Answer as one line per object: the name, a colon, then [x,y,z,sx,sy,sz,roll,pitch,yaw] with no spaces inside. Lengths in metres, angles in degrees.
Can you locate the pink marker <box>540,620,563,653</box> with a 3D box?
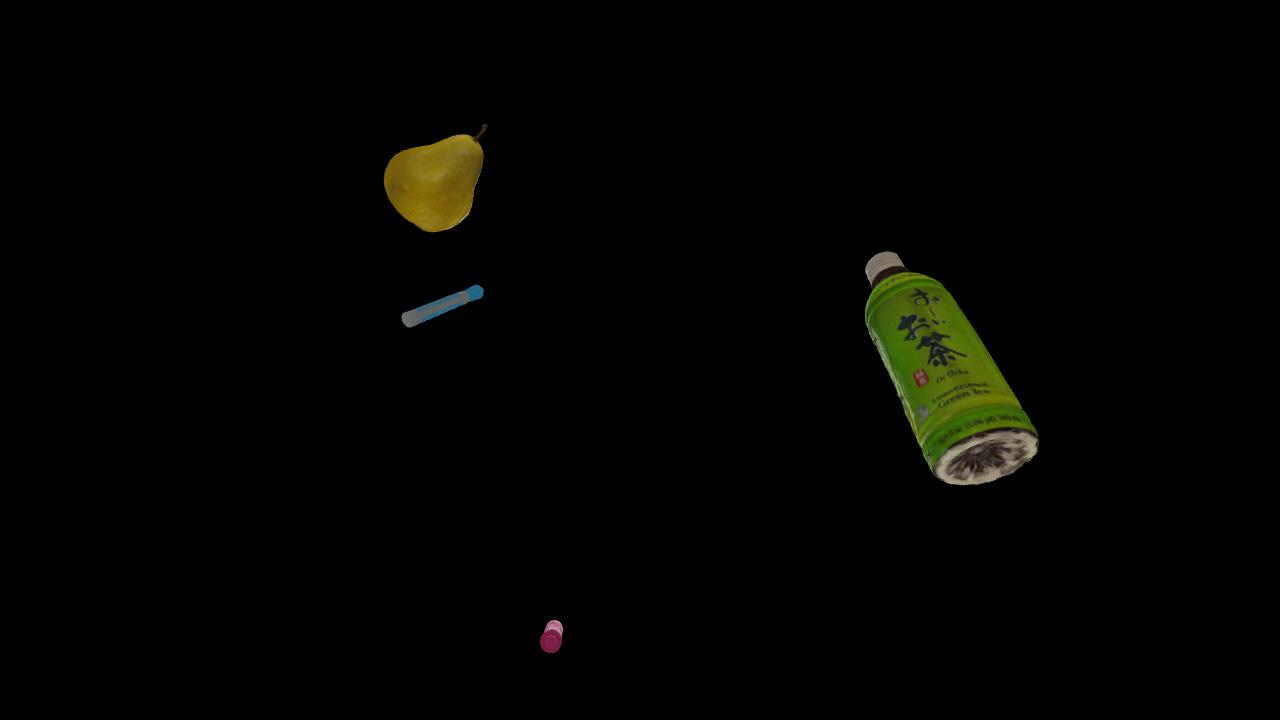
pink marker: [-0.084,0.263,0.587,0.020,0.020,0.121,0,-19,-7]

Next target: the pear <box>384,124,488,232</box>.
pear: [-0.174,-0.171,0.559,0.111,0.080,0.080,-37,-5,6]

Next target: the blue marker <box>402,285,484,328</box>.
blue marker: [-0.242,-0.070,0.770,0.020,0.020,0.121,0,22,36]

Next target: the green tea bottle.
green tea bottle: [0.223,-0.008,0.477,0.073,0.212,0.073,-2,-45,-2]
